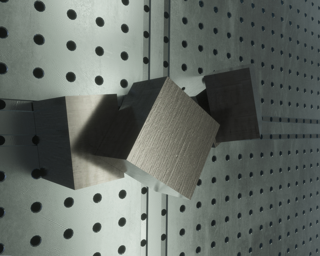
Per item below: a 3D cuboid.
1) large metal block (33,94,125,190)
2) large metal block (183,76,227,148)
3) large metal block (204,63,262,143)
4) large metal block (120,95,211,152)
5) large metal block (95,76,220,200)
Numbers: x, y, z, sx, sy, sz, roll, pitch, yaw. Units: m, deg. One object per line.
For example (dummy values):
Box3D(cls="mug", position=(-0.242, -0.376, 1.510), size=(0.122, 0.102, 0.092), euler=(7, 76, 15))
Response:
Box3D(cls="large metal block", position=(-0.082, 0.010, 0.305), size=(0.050, 0.080, 0.079), euler=(-8, 96, -40))
Box3D(cls="large metal block", position=(0.072, -0.027, 0.455), size=(0.080, 0.050, 0.080), euler=(-37, 113, -34))
Box3D(cls="large metal block", position=(0.094, -0.034, 0.385), size=(0.080, 0.050, 0.079), euler=(-37, 117, -66))
Box3D(cls="large metal block", position=(0.004, -0.005, 0.378), size=(0.080, 0.080, 0.050), euler=(24, 75, -38))
Box3D(cls="large metal block", position=(0.001, 0.011, 0.290), size=(0.080, 0.050, 0.080), euler=(38, 67, -33))
